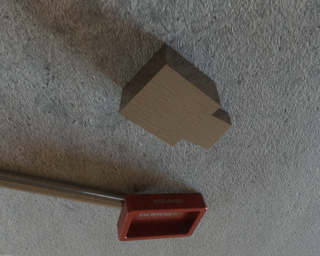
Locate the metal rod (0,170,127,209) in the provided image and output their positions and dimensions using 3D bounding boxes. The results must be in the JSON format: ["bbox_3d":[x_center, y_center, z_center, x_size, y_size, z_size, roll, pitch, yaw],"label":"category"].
[{"bbox_3d":[-0.198,0.088,0.478,0.302,0.025,0.025,14,129,-12],"label":"metal rod"}]

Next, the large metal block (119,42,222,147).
[{"bbox_3d":[0.011,-0.036,0.360,0.080,0.050,0.080,33,123,-25],"label":"large metal block"}]

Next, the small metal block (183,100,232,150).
[{"bbox_3d":[0.056,-0.005,0.404,0.050,0.025,0.050,24,126,-20],"label":"small metal block"}]

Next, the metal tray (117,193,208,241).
[{"bbox_3d":[0.002,0.147,0.511,0.131,0.030,0.089,3,131,-19],"label":"metal tray"}]
